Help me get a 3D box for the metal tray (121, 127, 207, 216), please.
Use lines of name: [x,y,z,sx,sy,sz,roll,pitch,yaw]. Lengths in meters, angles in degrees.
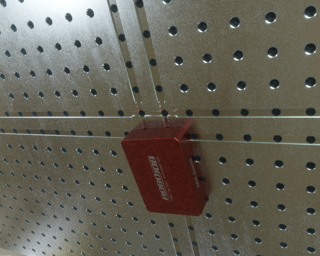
metal tray: [0.007,0.064,0.442,0.090,0.030,0.129,-4,117,29]
